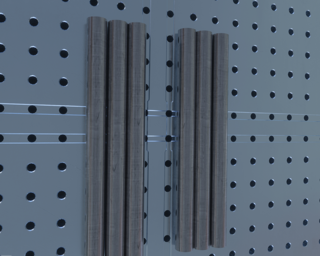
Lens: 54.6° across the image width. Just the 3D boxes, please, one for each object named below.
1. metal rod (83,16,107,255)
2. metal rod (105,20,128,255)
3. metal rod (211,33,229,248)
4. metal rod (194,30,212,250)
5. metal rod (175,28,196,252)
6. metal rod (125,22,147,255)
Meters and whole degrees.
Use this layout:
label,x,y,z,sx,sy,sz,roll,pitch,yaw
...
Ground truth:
label,x,y,z,sx,sy,sz,roll,pitch,yaw
metal rod,-0.080,0.016,0.382,0.025,0.025,0.298,1,90,-20
metal rod,-0.055,0.017,0.391,0.025,0.025,0.298,1,90,-20
metal rod,0.084,0.017,0.443,0.025,0.025,0.298,1,90,-20
metal rod,0.059,0.017,0.433,0.025,0.025,0.298,1,90,-20
metal rod,0.035,0.016,0.425,0.025,0.025,0.298,1,90,-20
metal rod,-0.032,0.017,0.400,0.025,0.025,0.298,1,90,-20
